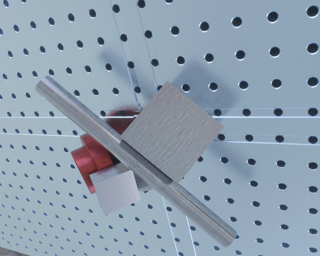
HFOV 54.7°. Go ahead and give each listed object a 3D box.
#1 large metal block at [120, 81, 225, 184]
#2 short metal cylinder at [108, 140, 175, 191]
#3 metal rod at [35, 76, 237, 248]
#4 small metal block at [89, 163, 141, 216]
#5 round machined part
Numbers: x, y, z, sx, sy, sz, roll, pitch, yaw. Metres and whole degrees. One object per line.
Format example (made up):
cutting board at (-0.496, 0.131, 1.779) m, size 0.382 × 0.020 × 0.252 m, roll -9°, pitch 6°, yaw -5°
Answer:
large metal block at (0.013, 0.006, 0.359) m, size 0.080 × 0.050 × 0.080 m, roll 39°, pitch 86°, yaw 1°
short metal cylinder at (-0.025, 0.040, 0.428) m, size 0.080 × 0.050 × 0.079 m, roll 13°, pitch 124°, yaw 21°
metal rod at (-0.030, 0.041, 0.382) m, size 0.300 × 0.025 × 0.025 m, roll 40°, pitch 129°, yaw 1°
small metal block at (-0.058, 0.077, 0.401) m, size 0.025 × 0.050 × 0.050 m, roll 40°, pitch 146°, yaw 57°
round machined part at (-0.095, 0.056, 0.447) m, size 0.098 × 0.042 × 0.098 m, roll 54°, pitch 160°, yaw 30°
